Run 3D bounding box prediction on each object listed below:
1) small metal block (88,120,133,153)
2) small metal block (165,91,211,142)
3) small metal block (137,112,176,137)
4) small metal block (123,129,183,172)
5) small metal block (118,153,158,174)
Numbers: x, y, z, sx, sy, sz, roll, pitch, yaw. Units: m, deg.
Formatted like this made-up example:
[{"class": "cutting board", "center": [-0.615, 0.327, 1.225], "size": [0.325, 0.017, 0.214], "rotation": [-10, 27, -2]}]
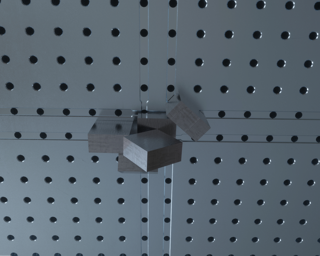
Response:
[{"class": "small metal block", "center": [-0.062, 0.011, 0.403], "size": [0.050, 0.050, 0.025], "rotation": [2, 111, 0]}, {"class": "small metal block", "center": [0.034, -0.016, 0.394], "size": [0.050, 0.050, 0.025], "rotation": [41, 104, -14]}, {"class": "small metal block", "center": [-0.005, 0.007, 0.416], "size": [0.050, 0.025, 0.050], "rotation": [1, 110, -2]}, {"class": "small metal block", "center": [-0.009, 0.025, 0.372], "size": [0.050, 0.050, 0.025], "rotation": [-13, 115, -35]}, {"class": "small metal block", "center": [-0.028, 0.047, 0.415], "size": [0.050, 0.050, 0.025], "rotation": [1, 79, 0]}]
